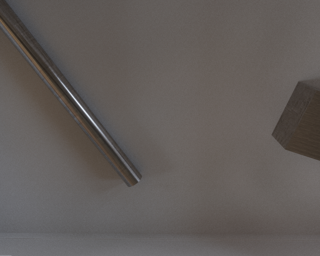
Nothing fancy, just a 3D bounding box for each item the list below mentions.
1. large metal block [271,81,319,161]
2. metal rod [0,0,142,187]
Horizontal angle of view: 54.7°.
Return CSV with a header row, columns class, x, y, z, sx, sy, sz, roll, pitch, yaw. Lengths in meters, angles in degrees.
class,x,y,z,sx,sy,sz,roll,pitch,yaw
large metal block,0.206,-0.005,0.399,0.080,0.050,0.079,18,109,-7
metal rod,-0.119,-0.042,0.394,0.025,0.025,0.299,-32,107,11
